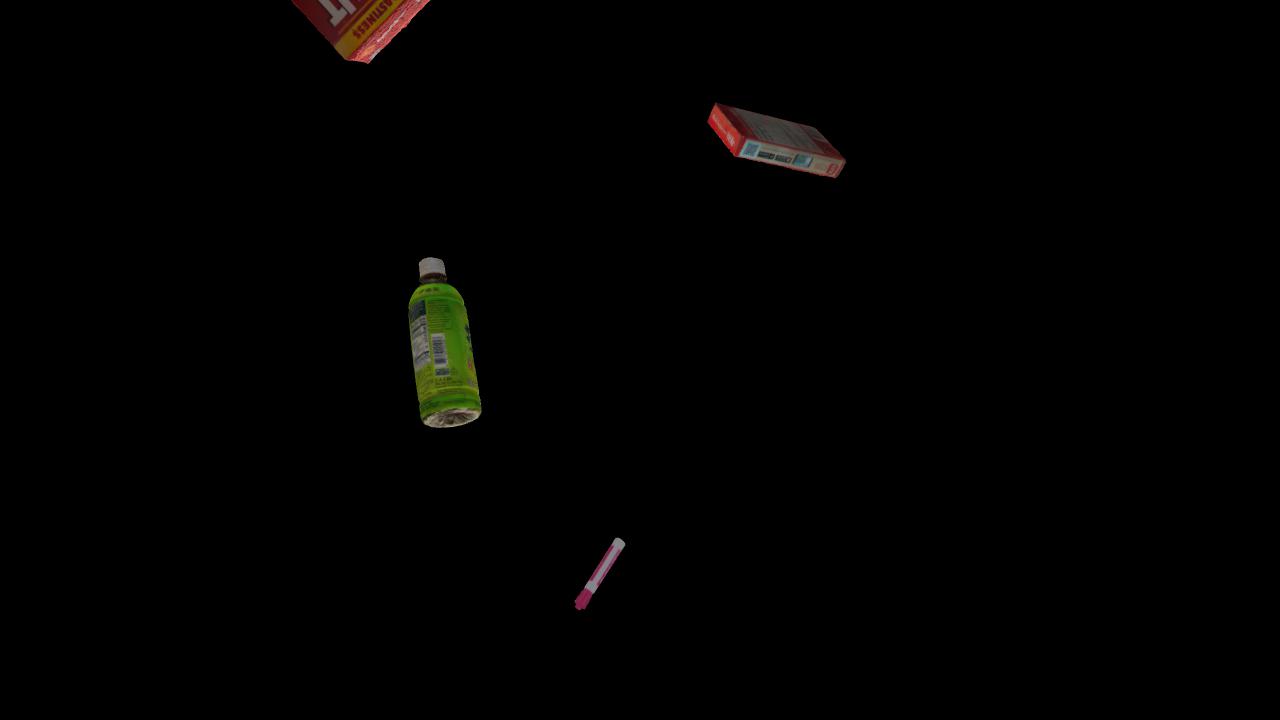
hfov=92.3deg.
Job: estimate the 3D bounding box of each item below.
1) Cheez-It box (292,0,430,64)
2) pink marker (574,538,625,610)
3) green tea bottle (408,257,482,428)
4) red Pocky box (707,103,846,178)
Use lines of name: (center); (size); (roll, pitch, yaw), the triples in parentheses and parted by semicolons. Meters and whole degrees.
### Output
Cheez-It box: (-0.319, -0.451, 0.627); (0.166, 0.223, 0.071); (-37, 20, 13)
pink marker: (-0.060, 0.319, 0.918); (0.020, 0.020, 0.121); (0, 38, 39)
green tea bottle: (-0.242, -0.027, 0.748); (0.073, 0.212, 0.073); (-12, -17, -4)
red Pocky box: (0.161, -0.258, 0.726); (0.155, 0.083, 0.028); (2, -43, -27)
